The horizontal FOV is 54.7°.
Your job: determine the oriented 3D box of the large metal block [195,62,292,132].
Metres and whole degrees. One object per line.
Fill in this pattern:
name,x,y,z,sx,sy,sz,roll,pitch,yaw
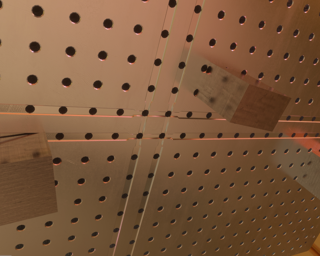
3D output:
large metal block,0.108,-0.041,0.411,0.081,0.080,0.050,10,113,-33

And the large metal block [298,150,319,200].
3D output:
large metal block,0.343,0.100,0.629,0.050,0.080,0.079,-5,121,-26

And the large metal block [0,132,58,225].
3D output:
large metal block,-0.162,0.057,0.342,0.081,0.050,0.079,-9,123,-24
